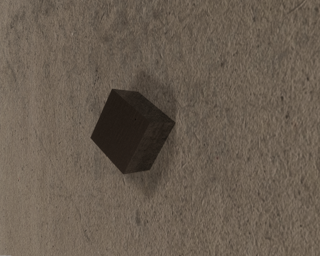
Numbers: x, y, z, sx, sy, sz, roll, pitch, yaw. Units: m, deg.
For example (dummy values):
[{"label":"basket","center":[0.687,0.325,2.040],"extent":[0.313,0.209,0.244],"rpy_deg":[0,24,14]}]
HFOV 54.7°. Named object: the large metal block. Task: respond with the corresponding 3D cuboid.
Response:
[{"label":"large metal block","center":[-0.039,0.004,0.418],"extent":[0.080,0.050,0.079],"rpy_deg":[41,115,32]}]
